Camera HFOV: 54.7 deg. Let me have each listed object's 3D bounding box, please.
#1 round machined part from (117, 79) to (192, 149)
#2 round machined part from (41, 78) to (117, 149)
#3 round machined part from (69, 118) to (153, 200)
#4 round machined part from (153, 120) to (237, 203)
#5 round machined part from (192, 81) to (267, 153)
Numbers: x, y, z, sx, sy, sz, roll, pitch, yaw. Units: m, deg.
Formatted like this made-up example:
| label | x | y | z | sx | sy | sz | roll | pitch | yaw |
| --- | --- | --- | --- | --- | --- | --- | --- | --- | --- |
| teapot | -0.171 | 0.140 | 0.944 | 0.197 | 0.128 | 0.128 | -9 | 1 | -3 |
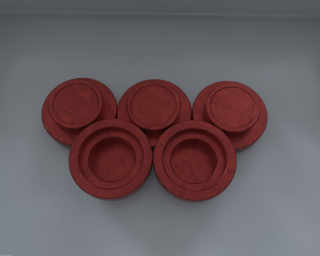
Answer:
| label | x | y | z | sx | sy | sz | roll | pitch | yaw |
| --- | --- | --- | --- | --- | --- | --- | --- | --- | --- |
| round machined part | -0.008 | -0.022 | 0.406 | 0.099 | 0.042 | 0.098 | 0 | 69 | 0 |
| round machined part | -0.106 | -0.024 | 0.406 | 0.099 | 0.042 | 0.098 | 0 | 69 | -1 |
| round machined part | -0.058 | 0.041 | 0.383 | 0.099 | 0.042 | 0.098 | 0 | 70 | 0 |
| round machined part | 0.041 | 0.043 | 0.383 | 0.099 | 0.042 | 0.098 | 0 | 70 | 0 |
| round machined part | 0.091 | -0.019 | 0.405 | 0.099 | 0.042 | 0.098 | 0 | 69 | 0 |
